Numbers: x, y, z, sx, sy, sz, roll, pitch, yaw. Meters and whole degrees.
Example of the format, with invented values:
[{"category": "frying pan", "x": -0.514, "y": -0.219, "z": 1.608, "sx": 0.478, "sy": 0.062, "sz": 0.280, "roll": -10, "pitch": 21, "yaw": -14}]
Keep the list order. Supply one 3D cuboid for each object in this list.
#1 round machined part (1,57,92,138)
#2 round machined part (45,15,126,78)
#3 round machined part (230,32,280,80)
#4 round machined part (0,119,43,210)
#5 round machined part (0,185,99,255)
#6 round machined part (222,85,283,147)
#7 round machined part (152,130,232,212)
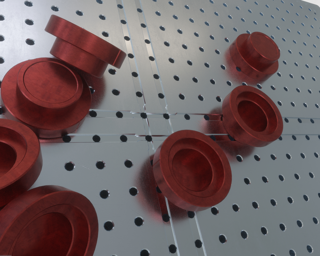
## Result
[{"category": "round machined part", "x": -0.127, "y": -0.041, "z": 0.354, "sx": 0.099, "sy": 0.042, "sz": 0.098, "roll": 13, "pitch": 56, "yaw": -21}, {"category": "round machined part", "x": -0.094, "y": -0.095, "z": 0.382, "sx": 0.098, "sy": 0.098, "sz": 0.042, "roll": 26, "pitch": 96, "yaw": -12}, {"category": "round machined part", "x": 0.184, "y": -0.141, "z": 0.582, "sx": 0.099, "sy": 0.042, "sz": 0.098, "roll": 13, "pitch": 56, "yaw": -21}, {"category": "round machined part", "x": -0.156, "y": 0.037, "z": 0.275, "sx": 0.099, "sy": 0.042, "sz": 0.098, "roll": 5, "pitch": 38, "yaw": -4}, {"category": "round machined part", "x": -0.103, "y": 0.096, "z": 0.262, "sx": 0.099, "sy": 0.042, "sz": 0.097, "roll": -16, "pitch": 111, "yaw": -51}, {"category": "round machined part", "x": 0.137, "y": -0.014, "z": 0.479, "sx": 0.099, "sy": 0.042, "sz": 0.098, "roll": 13, "pitch": 56, "yaw": -21}, {"category": "round machined part", "x": 0.036, "y": 0.054, "z": 0.383, "sx": 0.099, "sy": 0.042, "sz": 0.098, "roll": 13, "pitch": 56, "yaw": -21}]
